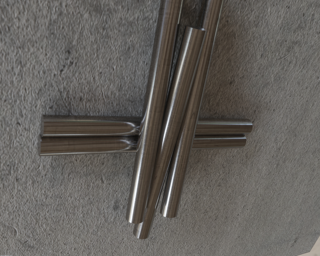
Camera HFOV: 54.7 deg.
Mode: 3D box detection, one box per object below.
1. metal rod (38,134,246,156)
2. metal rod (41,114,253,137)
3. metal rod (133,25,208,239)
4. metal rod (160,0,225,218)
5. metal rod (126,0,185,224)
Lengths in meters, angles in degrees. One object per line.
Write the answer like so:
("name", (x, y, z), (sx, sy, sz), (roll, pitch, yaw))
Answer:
("metal rod", (-0.003, 0.019, 0.421), (0.303, 0.025, 0.025), (0, 119, -29))
("metal rod", (0.004, -0.002, 0.411), (0.303, 0.025, 0.025), (0, 119, -29))
("metal rod", (0.006, 0.023, 0.394), (0.025, 0.025, 0.298), (0, 118, -29))
("metal rod", (0.038, -0.020, 0.390), (0.025, 0.025, 0.298), (0, 110, -29))
("metal rod", (-0.008, -0.020, 0.366), (0.025, 0.025, 0.298), (0, 110, -29))
